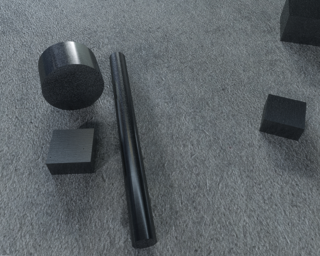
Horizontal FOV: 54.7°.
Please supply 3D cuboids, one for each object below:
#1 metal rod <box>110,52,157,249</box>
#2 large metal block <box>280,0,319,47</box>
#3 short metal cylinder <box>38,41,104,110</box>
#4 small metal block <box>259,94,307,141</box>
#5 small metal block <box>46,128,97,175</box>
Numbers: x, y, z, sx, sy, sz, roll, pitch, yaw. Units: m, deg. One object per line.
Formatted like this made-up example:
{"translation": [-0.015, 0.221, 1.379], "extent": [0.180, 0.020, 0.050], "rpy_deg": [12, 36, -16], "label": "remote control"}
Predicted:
{"translation": [-0.042, 0.002, 0.401], "extent": [0.025, 0.025, 0.300], "rpy_deg": [-8, 50, -7], "label": "metal rod"}
{"translation": [0.264, -0.194, 0.553], "extent": [0.080, 0.050, 0.080], "rpy_deg": [11, 51, 8], "label": "large metal block"}
{"translation": [-0.122, -0.070, 0.425], "extent": [0.081, 0.080, 0.050], "rpy_deg": [-15, 52, -13], "label": "short metal cylinder"}
{"translation": [0.166, -0.015, 0.418], "extent": [0.050, 0.025, 0.050], "rpy_deg": [15, 52, 12], "label": "small metal block"}
{"translation": [-0.106, 0.028, 0.378], "extent": [0.050, 0.025, 0.050], "rpy_deg": [-2, 50, -2], "label": "small metal block"}
